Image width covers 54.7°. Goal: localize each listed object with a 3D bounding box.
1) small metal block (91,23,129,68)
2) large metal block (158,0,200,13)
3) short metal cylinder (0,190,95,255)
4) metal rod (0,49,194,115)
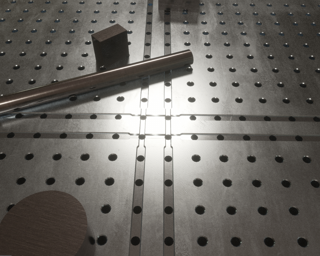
[{"bbox_3d":[-0.079,-0.133,0.503,0.050,0.050,0.025,-33,58,-25],"label":"small metal block"},{"bbox_3d":[0.042,-0.281,0.628,0.080,0.050,0.080,6,50,4],"label":"large metal block"},{"bbox_3d":[-0.107,0.108,0.299,0.081,0.050,0.080,0,50,0],"label":"short metal cylinder"},{"bbox_3d":[-0.090,-0.073,0.467,0.302,0.025,0.025,-17,52,-15],"label":"metal rod"}]
